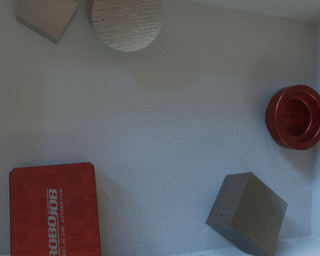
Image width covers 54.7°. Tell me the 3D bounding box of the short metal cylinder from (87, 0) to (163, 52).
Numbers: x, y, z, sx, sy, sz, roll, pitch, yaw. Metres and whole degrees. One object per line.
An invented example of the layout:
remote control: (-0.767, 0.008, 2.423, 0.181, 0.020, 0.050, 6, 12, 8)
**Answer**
short metal cylinder: (-0.042, -0.136, 0.365, 0.081, 0.050, 0.079, -9, 121, -15)

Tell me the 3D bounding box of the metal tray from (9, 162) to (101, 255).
metal tray: (-0.117, 0.108, 0.349, 0.091, 0.030, 0.129, -3, 77, -20)

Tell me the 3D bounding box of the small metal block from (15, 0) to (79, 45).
small metal block: (-0.131, -0.135, 0.362, 0.050, 0.025, 0.050, 29, 80, -18)

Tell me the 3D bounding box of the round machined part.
round machined part: (0.204, -0.016, 0.479, 0.099, 0.042, 0.097, 0, 90, -21)

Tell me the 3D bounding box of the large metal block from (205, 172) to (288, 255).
large metal block: (0.123, 0.120, 0.433, 0.080, 0.050, 0.080, 40, 61, -16)
